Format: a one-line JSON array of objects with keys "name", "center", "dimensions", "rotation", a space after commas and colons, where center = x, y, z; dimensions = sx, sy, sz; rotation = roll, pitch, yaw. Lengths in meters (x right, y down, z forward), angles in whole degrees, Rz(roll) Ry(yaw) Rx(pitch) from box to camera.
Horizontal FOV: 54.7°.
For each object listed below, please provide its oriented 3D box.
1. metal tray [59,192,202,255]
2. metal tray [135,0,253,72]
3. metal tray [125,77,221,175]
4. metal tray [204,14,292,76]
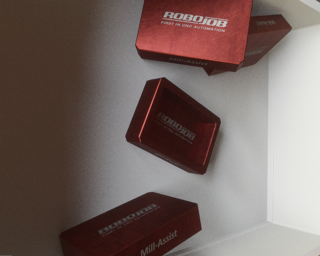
[{"name": "metal tray", "center": [-0.030, 0.114, 0.341], "dimensions": [0.131, 0.090, 0.030], "rotation": [-17, 101, -39]}, {"name": "metal tray", "center": [0.042, -0.125, 0.387], "dimensions": [0.131, 0.030, 0.090], "rotation": [9, 81, 5]}, {"name": "metal tray", "center": [0.024, 0.001, 0.425], "dimensions": [0.131, 0.030, 0.090], "rotation": [31, 71, -36]}, {"name": "metal tray", "center": [0.131, -0.128, 0.474], "dimensions": [0.131, 0.090, 0.030], "rotation": [-20, 72, -39]}]
